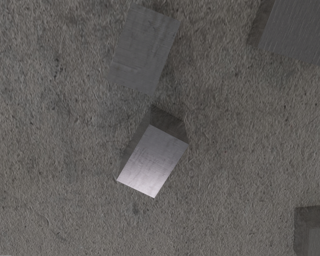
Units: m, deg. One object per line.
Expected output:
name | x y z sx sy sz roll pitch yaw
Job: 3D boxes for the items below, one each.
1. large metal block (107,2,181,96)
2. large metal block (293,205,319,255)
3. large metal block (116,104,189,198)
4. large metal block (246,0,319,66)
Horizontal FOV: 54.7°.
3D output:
large metal block | -0.017 -0.090 0.347 0.050 0.080 0.079 20 109 -7
large metal block | 0.249 0.162 0.458 0.080 0.050 0.079 -6 110 2
large metal block | -0.009 0.026 0.390 0.050 0.080 0.080 28 108 -10
large metal block | 0.156 -0.122 0.353 0.080 0.050 0.079 15 109 -6
